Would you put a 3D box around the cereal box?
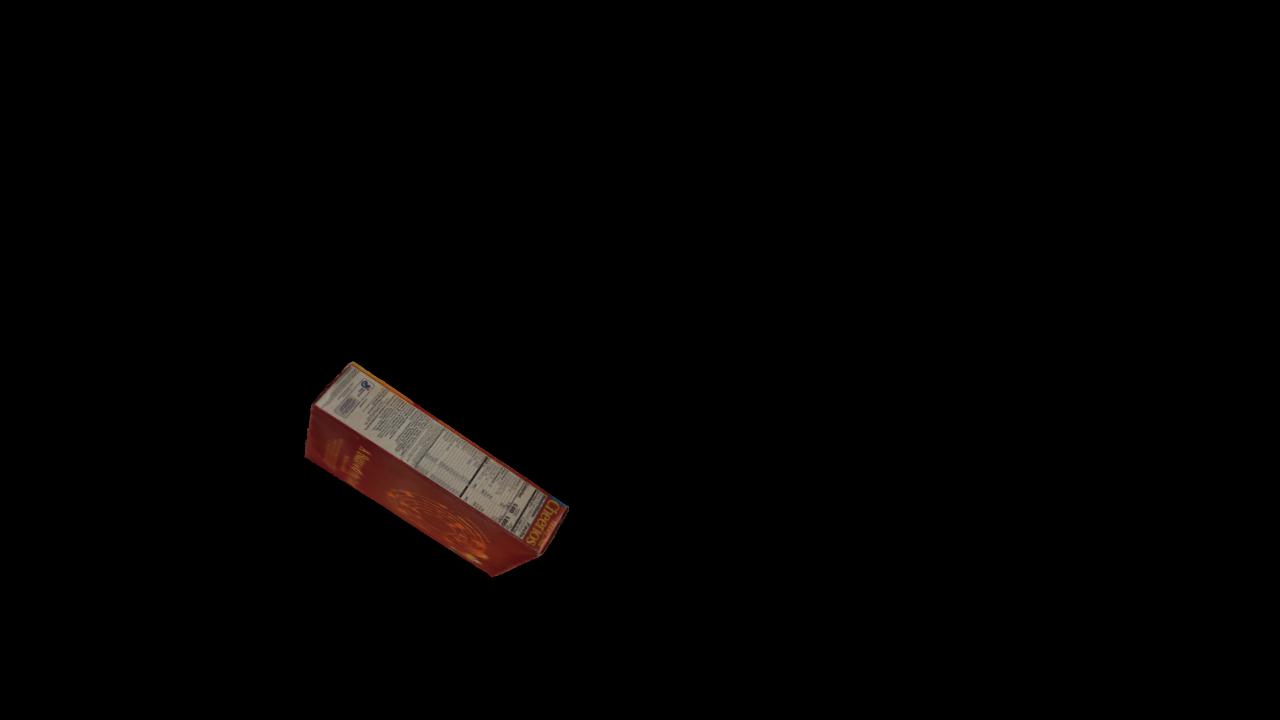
[{"bbox_3d":[-0.261,0.151,0.770,0.306,0.081,0.203,36,-36,-9],"label":"cereal box"}]
